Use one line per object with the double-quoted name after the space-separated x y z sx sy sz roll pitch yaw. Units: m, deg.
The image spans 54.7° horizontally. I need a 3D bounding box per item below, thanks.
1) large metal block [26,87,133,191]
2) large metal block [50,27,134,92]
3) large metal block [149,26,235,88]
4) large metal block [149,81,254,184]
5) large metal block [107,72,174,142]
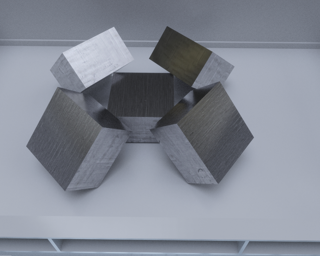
-0.092 0.012 0.349 0.080 0.050 0.080 39 104 27 "large metal block"
-0.096 -0.087 0.429 0.080 0.080 0.050 -38 103 -28 "large metal block"
0.046 -0.092 0.438 0.080 0.050 0.080 39 17 28 "large metal block"
0.049 0.006 0.353 0.080 0.050 0.080 -44 108 -31 "large metal block"
-0.023 -0.028 0.409 0.080 0.050 0.080 1 50 0 "large metal block"
